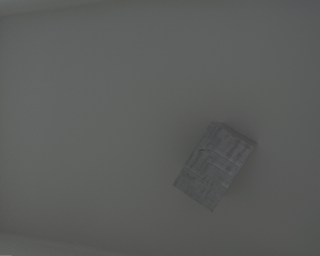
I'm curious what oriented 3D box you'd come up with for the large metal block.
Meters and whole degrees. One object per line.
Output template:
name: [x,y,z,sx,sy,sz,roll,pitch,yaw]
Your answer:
large metal block: [0.067,0.040,0.357,0.050,0.080,0.080,33,101,16]
